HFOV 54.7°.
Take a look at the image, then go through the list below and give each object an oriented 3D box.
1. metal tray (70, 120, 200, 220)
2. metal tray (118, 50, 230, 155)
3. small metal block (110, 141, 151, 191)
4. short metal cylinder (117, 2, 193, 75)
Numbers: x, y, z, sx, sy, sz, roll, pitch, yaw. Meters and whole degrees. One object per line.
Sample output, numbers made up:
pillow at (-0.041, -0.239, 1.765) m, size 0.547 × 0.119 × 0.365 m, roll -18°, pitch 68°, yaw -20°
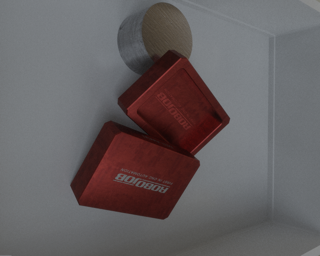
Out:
metal tray at (-0.024, 0.054, 0.362) m, size 0.131 × 0.030 × 0.090 m, roll 23°, pitch 101°, yaw -38°
metal tray at (0.022, -0.020, 0.385) m, size 0.090 × 0.030 × 0.130 m, roll -44°, pitch 131°, yaw 2°
small metal block at (-0.031, 0.046, 0.383) m, size 0.050 × 0.025 × 0.050 m, roll 47°, pitch 62°, yaw -30°
short metal cylinder at (-0.006, -0.109, 0.387) m, size 0.081 × 0.050 × 0.079 m, roll 0°, pitch 90°, yaw -40°
